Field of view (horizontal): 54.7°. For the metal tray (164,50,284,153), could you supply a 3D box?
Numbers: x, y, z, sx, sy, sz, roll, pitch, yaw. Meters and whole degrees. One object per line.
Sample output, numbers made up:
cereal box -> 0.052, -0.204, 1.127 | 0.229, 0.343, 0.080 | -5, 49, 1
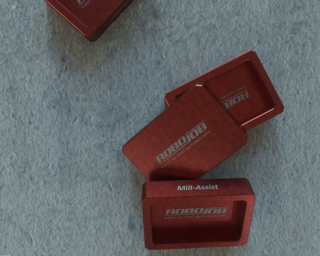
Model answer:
metal tray -> 0.082, -0.032, 0.408 | 0.131, 0.030, 0.090 | -27, 90, -1

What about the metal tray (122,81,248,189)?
metal tray -> 0.029, 0.017, 0.384 | 0.130, 0.030, 0.090 | -40, 95, 19

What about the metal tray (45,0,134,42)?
metal tray -> -0.081, -0.191, 0.406 | 0.090, 0.030, 0.130 | 43, 90, -1

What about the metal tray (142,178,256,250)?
metal tray -> 0.045, 0.108, 0.386 | 0.131, 0.030, 0.089 | -2, 121, -1
